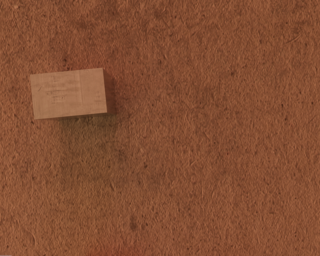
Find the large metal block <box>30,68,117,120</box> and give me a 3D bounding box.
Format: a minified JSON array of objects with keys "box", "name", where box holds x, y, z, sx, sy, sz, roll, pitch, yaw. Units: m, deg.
[{"box":[-0.101,-0.038,0.382,0.080,0.080,0.050,-6,90,0],"name":"large metal block"}]
